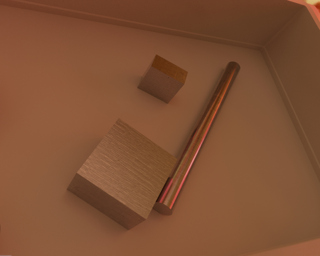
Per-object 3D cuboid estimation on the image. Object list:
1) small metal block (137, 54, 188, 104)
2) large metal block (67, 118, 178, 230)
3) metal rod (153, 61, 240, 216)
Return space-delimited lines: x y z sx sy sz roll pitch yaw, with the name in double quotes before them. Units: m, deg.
"small metal block" 0.003 -0.067 0.434 0.050 0.050 0.025 27 52 -12
"large metal block" -0.040 0.050 0.339 0.080 0.050 0.080 36 51 -5
"metal rod" 0.065 -0.007 0.446 0.025 0.025 0.301 36 51 -5
